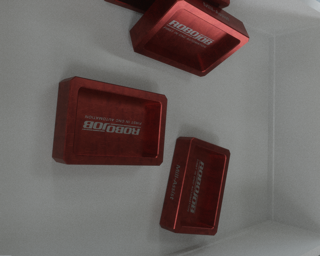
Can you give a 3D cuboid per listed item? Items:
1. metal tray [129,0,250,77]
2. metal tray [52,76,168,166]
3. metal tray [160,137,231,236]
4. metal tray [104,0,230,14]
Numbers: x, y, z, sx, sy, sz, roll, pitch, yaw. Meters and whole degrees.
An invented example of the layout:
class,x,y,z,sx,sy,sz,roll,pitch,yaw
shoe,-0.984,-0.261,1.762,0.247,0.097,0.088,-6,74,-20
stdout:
class,x,y,z,sx,sy,sz,roll,pitch,yaw
metal tray,0.039,-0.117,0.396,0.131,0.090,0.030,11,55,-40
metal tray,-0.052,-0.003,0.360,0.131,0.030,0.089,7,86,-40
metal tray,0.054,0.085,0.451,0.091,0.030,0.129,20,77,-39
metal tray,0.010,-0.164,0.368,0.131,0.090,0.030,1,86,-43
